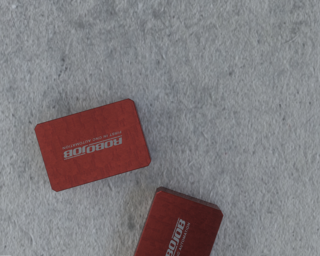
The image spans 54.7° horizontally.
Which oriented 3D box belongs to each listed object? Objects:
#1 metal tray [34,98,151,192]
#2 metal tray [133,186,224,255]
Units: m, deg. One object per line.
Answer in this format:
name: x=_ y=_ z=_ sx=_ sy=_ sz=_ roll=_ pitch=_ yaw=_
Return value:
metal tray: x=-0.085 y=0.022 z=0.406 sx=0.131 sy=0.030 sz=0.090 roll=-16 pitch=90 yaw=-1
metal tray: x=0.019 y=0.153 z=0.408 sx=0.090 sy=0.030 sz=0.129 roll=19 pitch=90 yaw=-1
